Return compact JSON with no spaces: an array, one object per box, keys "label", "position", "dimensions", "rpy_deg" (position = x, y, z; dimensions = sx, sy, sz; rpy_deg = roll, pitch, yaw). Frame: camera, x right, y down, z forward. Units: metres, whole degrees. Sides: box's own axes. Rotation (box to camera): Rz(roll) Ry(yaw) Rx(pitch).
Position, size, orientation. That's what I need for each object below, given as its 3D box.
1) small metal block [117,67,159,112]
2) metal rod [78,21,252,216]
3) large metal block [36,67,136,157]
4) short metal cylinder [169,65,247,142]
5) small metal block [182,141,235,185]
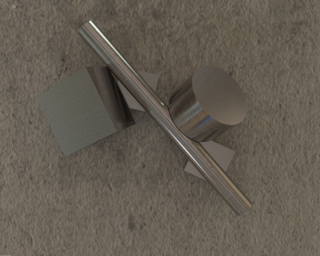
[{"label":"small metal block","position":[-0.031,-0.049,0.411],"dimensions":[0.050,0.025,0.050],"rpy_deg":[12,90,-1]},{"label":"metal rod","position":[0.007,-0.012,0.386],"dimensions":[0.025,0.025,0.300],"rpy_deg":[-41,91,0]},{"label":"large metal block","position":[-0.090,-0.021,0.381],"dimensions":[0.080,0.050,0.080],"rpy_deg":[-25,91,23]},{"label":"short metal cylinder","position":[0.058,-0.029,0.379],"dimensions":[0.081,0.050,0.080],"rpy_deg":[16,57,-25]},{"label":"small metal block","position":[0.064,0.042,0.412],"dimensions":[0.050,0.025,0.050],"rpy_deg":[24,90,-1]}]
